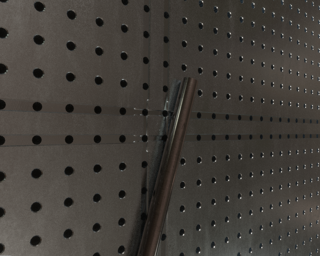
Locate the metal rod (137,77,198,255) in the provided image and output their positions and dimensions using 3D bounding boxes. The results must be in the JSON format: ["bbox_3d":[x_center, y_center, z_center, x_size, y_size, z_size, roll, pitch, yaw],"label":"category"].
[{"bbox_3d":[0.007,0.073,0.416,0.025,0.025,0.299,24,75,-38],"label":"metal rod"}]
